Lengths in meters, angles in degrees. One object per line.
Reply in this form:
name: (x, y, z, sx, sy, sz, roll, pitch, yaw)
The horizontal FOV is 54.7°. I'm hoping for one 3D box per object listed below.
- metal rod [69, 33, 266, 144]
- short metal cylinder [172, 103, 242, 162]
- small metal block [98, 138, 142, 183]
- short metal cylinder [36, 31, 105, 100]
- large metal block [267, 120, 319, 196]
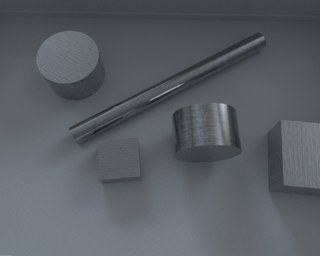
metal rod: (0.018, -0.059, 0.431, 0.302, 0.025, 0.025, -28, 73, -10)
short metal cylinder: (0.056, 0.008, 0.378, 0.081, 0.080, 0.050, -2, 70, -1)
small metal block: (-0.051, 0.042, 0.394, 0.050, 0.025, 0.050, -5, 70, -2)
short metal cylinder: (-0.120, -0.085, 0.426, 0.081, 0.050, 0.080, 0, 70, 0)
large metal block: (0.183, 0.039, 0.384, 0.080, 0.050, 0.080, 5, 70, 1)
